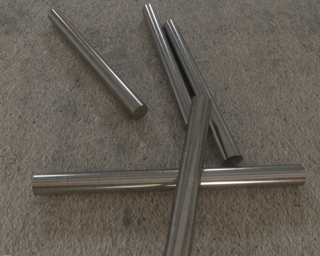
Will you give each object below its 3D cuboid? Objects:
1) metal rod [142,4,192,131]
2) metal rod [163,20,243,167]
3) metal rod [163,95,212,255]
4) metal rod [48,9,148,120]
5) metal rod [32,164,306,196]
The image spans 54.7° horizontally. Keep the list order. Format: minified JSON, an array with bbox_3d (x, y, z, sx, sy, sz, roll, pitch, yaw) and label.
[{"bbox_3d":[0.010,-0.113,0.498,0.025,0.025,0.300,-10,51,-8],"label":"metal rod"},{"bbox_3d":[0.052,-0.072,0.463,0.025,0.025,0.300,-10,51,-9],"label":"metal rod"},{"bbox_3d":[0.022,0.091,0.302,0.025,0.025,0.300,9,58,7],"label":"metal rod"},{"bbox_3d":[-0.112,-0.116,0.499,0.025,0.025,0.300,-28,55,-21],"label":"metal rod"},{"bbox_3d":[0.012,0.059,0.353,0.302,0.025,0.025,-2,50,-2],"label":"metal rod"}]
